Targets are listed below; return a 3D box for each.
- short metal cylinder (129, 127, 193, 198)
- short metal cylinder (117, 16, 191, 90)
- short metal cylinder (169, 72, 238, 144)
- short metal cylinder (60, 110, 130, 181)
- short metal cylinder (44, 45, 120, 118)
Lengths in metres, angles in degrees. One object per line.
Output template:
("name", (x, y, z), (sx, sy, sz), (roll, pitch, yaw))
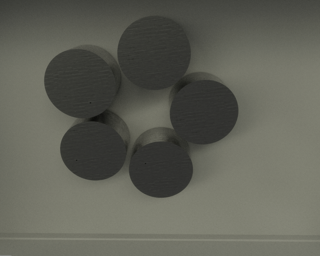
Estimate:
("short metal cylinder", (0.001, 0.045, 0.412), (0.081, 0.050, 0.079), (0, 110, 0))
("short metal cylinder", (-0.006, -0.089, 0.363), (0.081, 0.050, 0.079), (0, 110, 0))
("short metal cylinder", (0.052, -0.026, 0.387), (0.081, 0.050, 0.079), (0, 110, 0))
("short metal cylinder", (-0.082, 0.021, 0.403), (0.081, 0.050, 0.079), (0, 110, 0))
("short metal cylinder", (-0.090, -0.057, 0.374), (0.081, 0.050, 0.079), (0, 110, 0))
